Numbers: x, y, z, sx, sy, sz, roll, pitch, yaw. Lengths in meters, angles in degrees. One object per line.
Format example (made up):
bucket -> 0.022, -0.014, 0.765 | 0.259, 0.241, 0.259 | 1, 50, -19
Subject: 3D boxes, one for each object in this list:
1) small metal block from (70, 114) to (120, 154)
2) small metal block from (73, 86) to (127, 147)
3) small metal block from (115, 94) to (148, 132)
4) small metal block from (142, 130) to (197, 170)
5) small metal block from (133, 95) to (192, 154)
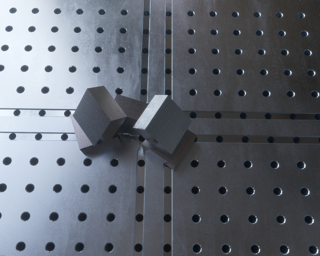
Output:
small metal block -> -0.086, 0.001, 0.411 | 0.050, 0.025, 0.050 | -18, 71, -7
small metal block -> -0.073, -0.014, 0.373 | 0.025, 0.050, 0.050 | -20, 66, -48
small metal block -> -0.034, -0.016, 0.404 | 0.050, 0.050, 0.025 | 18, 71, 6
small metal block -> 0.012, 0.019, 0.405 | 0.050, 0.025, 0.050 | 34, 73, 11
small metal block -> 0.004, -0.004, 0.372 | 0.050, 0.025, 0.050 | 44, 69, -32
